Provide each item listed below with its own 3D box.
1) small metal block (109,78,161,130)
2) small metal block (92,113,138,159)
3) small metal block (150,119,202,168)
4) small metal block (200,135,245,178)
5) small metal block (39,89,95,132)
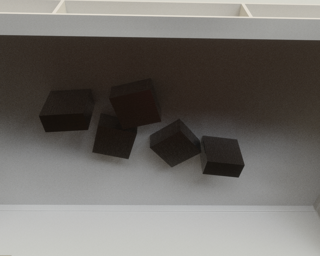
[{"bbox_3d":[-0.029,-0.029,0.384,0.050,0.025,0.050,-12,130,9],"label":"small metal block"},{"bbox_3d":[-0.061,0.012,0.418,0.050,0.025,0.050,12,129,-11],"label":"small metal block"},{"bbox_3d":[0.021,0.022,0.428,0.050,0.025,0.050,-30,124,23],"label":"small metal block"},{"bbox_3d":[0.084,0.039,0.427,0.050,0.050,0.025,7,130,-6],"label":"small metal block"},{"bbox_3d":[-0.110,-0.022,0.373,0.050,0.050,0.025,-3,130,2],"label":"small metal block"}]
